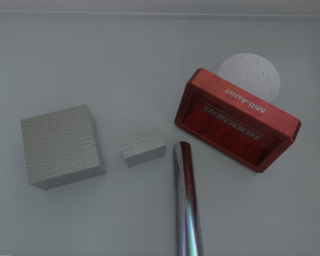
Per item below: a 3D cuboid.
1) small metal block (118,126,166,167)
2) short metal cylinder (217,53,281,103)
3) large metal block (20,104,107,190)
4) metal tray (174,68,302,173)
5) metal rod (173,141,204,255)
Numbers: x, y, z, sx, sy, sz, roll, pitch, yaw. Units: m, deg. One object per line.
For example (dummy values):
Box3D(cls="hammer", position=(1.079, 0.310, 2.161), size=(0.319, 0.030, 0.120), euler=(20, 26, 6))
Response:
Box3D(cls="small metal block", position=(-0.021, 0.025, 0.387), size=(0.050, 0.050, 0.025), euler=(-18, 71, -7))
Box3D(cls="short metal cylinder", position=(0.113, -0.053, 0.417), size=(0.081, 0.050, 0.080), euler=(0, 70, 0))
Box3D(cls="large metal block", position=(-0.118, 0.025, 0.386), size=(0.081, 0.050, 0.080), euler=(-14, 71, -6))
Box3D(cls="metal tray", position=(0.087, -0.006, 0.375), size=(0.130, 0.090, 0.030), euler=(30, 58, 10))
Box3D(cls="metal rod", position=(0.025, 0.101, 0.273), size=(0.025, 0.025, 0.300), euler=(2, 29, 0))
